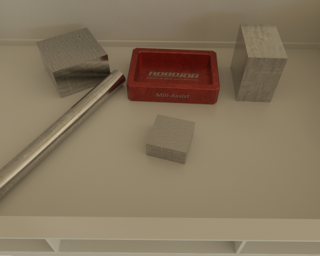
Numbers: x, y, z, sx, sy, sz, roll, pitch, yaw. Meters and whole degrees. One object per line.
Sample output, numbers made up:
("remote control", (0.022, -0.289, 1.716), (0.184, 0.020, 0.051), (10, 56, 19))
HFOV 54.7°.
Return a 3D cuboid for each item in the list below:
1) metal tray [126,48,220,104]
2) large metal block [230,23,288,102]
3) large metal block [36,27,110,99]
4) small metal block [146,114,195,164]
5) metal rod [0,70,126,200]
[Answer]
("metal tray", (0.020, -0.080, 0.469), (0.131, 0.030, 0.090), (3, 50, 1))
("large metal block", (0.139, -0.094, 0.451), (0.050, 0.080, 0.080), (2, 50, 1))
("large metal block", (-0.130, -0.101, 0.472), (0.081, 0.050, 0.080), (-24, 54, -19))
("small metal block", (0.014, 0.014, 0.394), (0.050, 0.025, 0.050), (13, 51, 10))
("metal rod", (-0.143, 0.019, 0.386), (0.025, 0.025, 0.301), (26, 54, 20))
